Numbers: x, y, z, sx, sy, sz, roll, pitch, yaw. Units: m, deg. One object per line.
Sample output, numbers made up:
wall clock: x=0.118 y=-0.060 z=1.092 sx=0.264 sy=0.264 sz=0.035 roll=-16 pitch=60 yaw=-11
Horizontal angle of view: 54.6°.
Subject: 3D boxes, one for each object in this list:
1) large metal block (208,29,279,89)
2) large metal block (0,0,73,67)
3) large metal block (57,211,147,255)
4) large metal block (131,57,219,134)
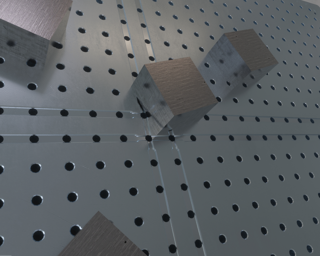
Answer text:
large metal block: x=0.146 y=-0.123 z=0.545 sx=0.081 sy=0.050 sz=0.080 roll=-21 pitch=73 yaw=-36
large metal block: x=-0.165 y=-0.135 z=0.385 sx=0.080 sy=0.050 sz=0.080 roll=22 pitch=53 yaw=-15
large metal block: x=-0.059 y=0.137 z=0.277 sx=0.080 sy=0.050 sz=0.080 roll=43 pitch=51 yaw=1
large metal block: x=0.020 y=-0.047 z=0.431 sx=0.081 sy=0.050 sz=0.080 roll=-18 pitch=71 yaw=-35
